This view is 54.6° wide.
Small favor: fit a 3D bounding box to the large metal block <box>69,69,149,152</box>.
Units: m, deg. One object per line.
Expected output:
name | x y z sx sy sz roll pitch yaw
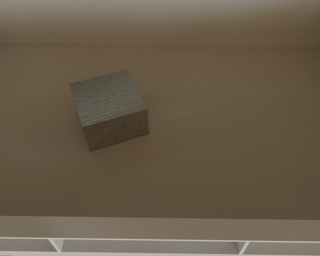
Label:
large metal block | -0.066 -0.025 0.410 0.081 0.050 0.080 -17 52 -14
